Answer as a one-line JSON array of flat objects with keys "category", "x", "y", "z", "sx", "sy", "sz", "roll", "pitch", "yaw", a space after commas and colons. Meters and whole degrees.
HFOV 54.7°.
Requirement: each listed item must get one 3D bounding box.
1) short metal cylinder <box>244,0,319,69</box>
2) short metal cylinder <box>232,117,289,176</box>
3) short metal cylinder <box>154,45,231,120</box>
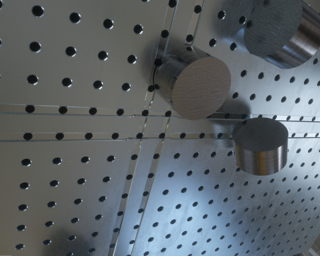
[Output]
[{"category": "short metal cylinder", "x": 0.154, "y": -0.120, "z": 0.388, "sx": 0.050, "sy": 0.080, "sz": 0.080, "roll": 15, "pitch": 111, "yaw": -35}, {"category": "short metal cylinder", "x": 0.155, "y": 0.027, "z": 0.480, "sx": 0.081, "sy": 0.080, "sz": 0.050, "roll": -25, "pitch": 128, "yaw": -13}, {"category": "short metal cylinder", "x": 0.040, "y": -0.056, "z": 0.384, "sx": 0.081, "sy": 0.050, "sz": 0.079, "roll": -14, "pitch": 124, "yaw": -21}]
